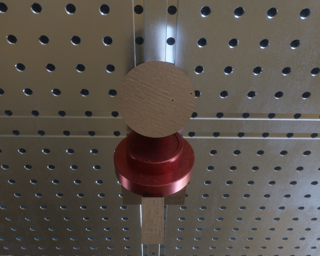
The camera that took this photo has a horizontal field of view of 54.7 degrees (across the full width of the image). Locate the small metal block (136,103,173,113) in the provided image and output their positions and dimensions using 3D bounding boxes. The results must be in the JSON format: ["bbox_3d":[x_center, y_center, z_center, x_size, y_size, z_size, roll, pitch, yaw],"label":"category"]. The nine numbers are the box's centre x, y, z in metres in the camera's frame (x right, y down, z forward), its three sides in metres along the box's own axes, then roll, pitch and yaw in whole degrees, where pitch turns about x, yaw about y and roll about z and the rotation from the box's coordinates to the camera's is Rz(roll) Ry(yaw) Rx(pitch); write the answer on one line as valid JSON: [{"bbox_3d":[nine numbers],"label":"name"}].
[{"bbox_3d":[-0.007,-0.017,0.396,0.050,0.025,0.050,0,130,-1],"label":"small metal block"}]

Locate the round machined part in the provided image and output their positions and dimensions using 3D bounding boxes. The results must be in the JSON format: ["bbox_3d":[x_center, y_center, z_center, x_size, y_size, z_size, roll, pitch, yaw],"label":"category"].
[{"bbox_3d":[-0.007,0.032,0.377,0.099,0.098,0.042,1,130,-1],"label":"round machined part"}]

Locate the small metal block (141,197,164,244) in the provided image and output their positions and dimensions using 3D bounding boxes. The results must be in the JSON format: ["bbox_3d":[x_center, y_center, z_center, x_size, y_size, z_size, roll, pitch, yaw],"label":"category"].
[{"bbox_3d":[-0.009,0.107,0.367,0.025,0.050,0.050,1,168,-2],"label":"small metal block"}]

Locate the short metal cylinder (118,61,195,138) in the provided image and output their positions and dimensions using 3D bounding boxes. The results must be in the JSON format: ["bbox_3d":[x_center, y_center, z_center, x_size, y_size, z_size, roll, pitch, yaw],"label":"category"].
[{"bbox_3d":[-0.004,-0.033,0.345,0.081,0.050,0.079,0,100,-1],"label":"short metal cylinder"}]

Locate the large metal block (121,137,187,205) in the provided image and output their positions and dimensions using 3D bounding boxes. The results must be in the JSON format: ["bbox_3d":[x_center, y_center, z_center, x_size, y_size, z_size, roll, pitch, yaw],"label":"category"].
[{"bbox_3d":[-0.008,0.056,0.422,0.081,0.080,0.050,1,130,-1],"label":"large metal block"}]
